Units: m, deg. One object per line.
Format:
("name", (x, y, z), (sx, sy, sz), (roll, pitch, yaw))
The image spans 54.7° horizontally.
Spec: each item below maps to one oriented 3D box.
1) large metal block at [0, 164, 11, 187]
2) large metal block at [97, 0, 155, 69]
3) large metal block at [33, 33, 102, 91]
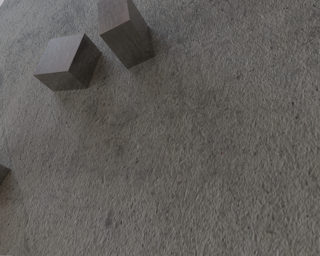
("large metal block", (-0.303, 0.082, 0.497), (0.080, 0.050, 0.080), (14, 69, 34))
("large metal block", (-0.054, -0.156, 0.493), (0.050, 0.080, 0.080), (-22, 54, 15))
("large metal block", (-0.161, -0.113, 0.542), (0.080, 0.050, 0.080), (0, 62, 28))
